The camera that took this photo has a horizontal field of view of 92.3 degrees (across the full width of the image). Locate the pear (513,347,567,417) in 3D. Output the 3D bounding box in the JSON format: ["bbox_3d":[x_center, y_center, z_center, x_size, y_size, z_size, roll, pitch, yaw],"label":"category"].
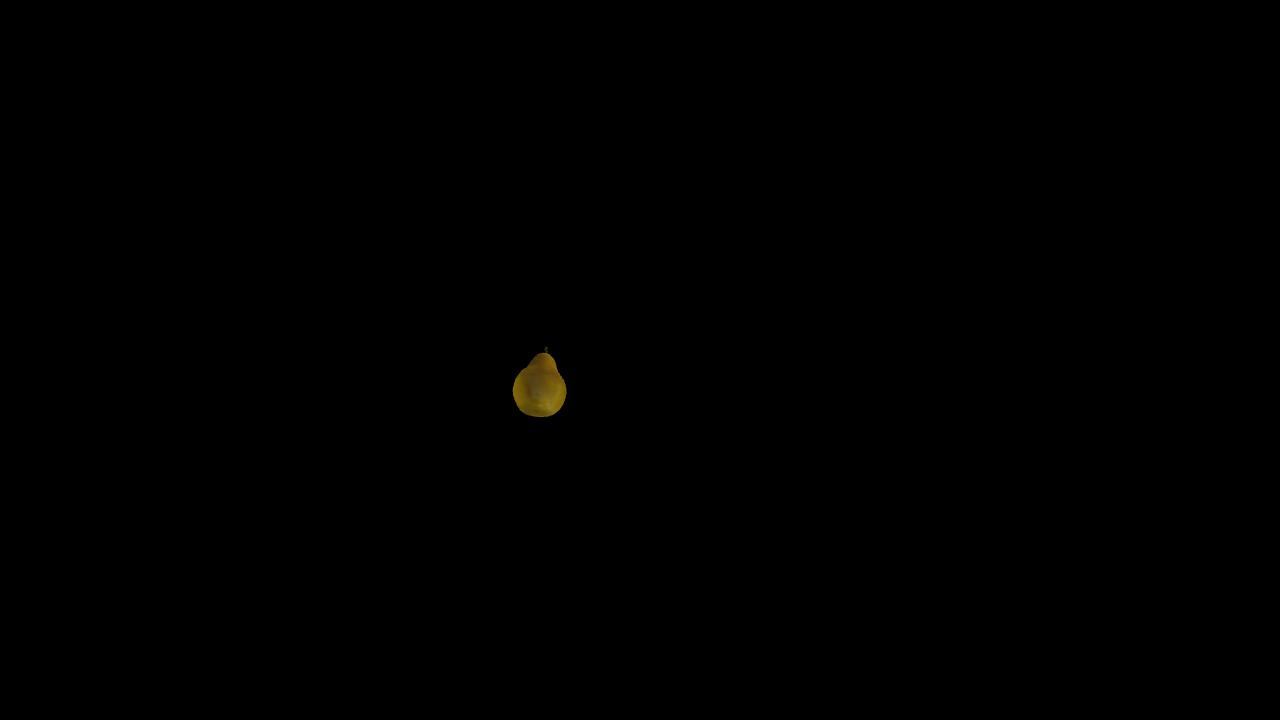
[{"bbox_3d":[-0.139,0.024,0.881,0.080,0.111,0.080,5,-23,2],"label":"pear"}]
